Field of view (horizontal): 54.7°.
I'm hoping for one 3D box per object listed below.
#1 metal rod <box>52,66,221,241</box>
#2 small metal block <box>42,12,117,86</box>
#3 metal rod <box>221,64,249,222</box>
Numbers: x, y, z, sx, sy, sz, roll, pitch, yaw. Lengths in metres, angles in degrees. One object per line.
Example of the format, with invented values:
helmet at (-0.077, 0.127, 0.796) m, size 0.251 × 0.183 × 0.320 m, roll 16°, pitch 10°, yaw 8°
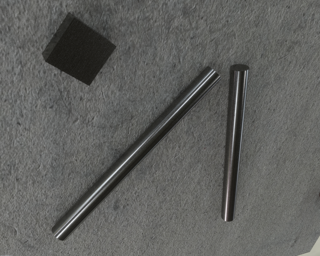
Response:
metal rod at (-0.033, 0.036, 0.412) m, size 0.300 × 0.025 × 0.025 m, roll -46°, pitch 130°, yaw 4°
small metal block at (-0.082, -0.079, 0.314) m, size 0.050 × 0.025 × 0.050 m, roll 29°, pitch 102°, yaw -38°
metal rod at (0.118, 0.042, 0.499) m, size 0.025 × 0.025 × 0.298 m, roll -18°, pitch 126°, yaw -19°
